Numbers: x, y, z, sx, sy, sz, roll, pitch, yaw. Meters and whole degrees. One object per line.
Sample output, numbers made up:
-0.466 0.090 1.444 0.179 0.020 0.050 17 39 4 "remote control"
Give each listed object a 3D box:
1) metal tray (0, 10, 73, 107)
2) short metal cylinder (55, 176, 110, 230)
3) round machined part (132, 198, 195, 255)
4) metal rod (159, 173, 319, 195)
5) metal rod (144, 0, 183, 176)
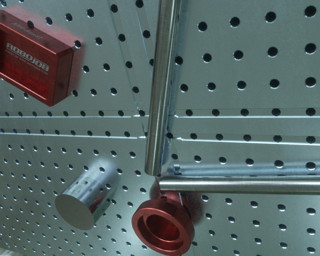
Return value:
-0.193 -0.099 0.445 0.130 0.030 0.089 29 128 9 "metal tray"
-0.136 0.132 0.546 0.080 0.050 0.079 13 124 20 "short metal cylinder"
0.009 0.150 0.487 0.098 0.042 0.097 13 124 20 "round machined part"
0.135 0.069 0.382 0.300 0.025 0.025 -6 116 30 "metal rod"
0.003 -0.061 0.370 0.025 0.025 0.298 18 126 17 "metal rod"
